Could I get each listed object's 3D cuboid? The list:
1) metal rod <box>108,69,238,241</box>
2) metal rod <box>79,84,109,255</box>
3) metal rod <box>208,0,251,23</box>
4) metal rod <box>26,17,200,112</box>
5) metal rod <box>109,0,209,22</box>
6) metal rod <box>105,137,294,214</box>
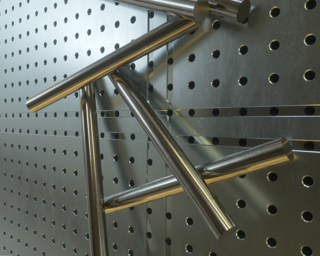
[{"bbox_3d":[-0.005,0.004,0.392,0.025,0.025,0.300,-55,52,26],"label":"metal rod"},{"bbox_3d":[-0.102,0.058,0.471,0.025,0.025,0.299,-21,69,38],"label":"metal rod"},{"bbox_3d":[-0.013,-0.193,0.420,0.300,0.025,0.025,33,111,35],"label":"metal rod"},{"bbox_3d":[-0.083,-0.085,0.442,0.300,0.025,0.025,-21,77,26],"label":"metal rod"},{"bbox_3d":[-0.051,-0.188,0.435,0.300,0.025,0.025,32,110,41],"label":"metal rod"},{"bbox_3d":[0.018,0.072,0.395,0.299,0.025,0.025,-26,74,37],"label":"metal rod"}]
